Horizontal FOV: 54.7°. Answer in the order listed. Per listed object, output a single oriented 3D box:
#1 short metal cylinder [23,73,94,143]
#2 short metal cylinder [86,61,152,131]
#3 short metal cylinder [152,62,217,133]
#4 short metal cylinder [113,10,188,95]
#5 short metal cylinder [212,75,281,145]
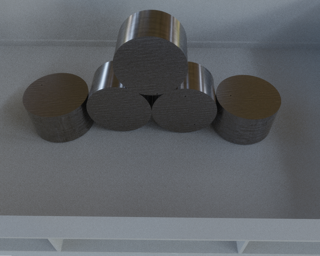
[{"bbox_3d":[-0.131,-0.027,0.409,0.080,0.050,0.080,0,50,0],"label":"short metal cylinder"},{"bbox_3d":[-0.050,-0.040,0.400,0.080,0.080,0.050,1,50,1],"label":"short metal cylinder"},{"bbox_3d":[0.031,-0.038,0.399,0.080,0.080,0.050,1,50,1],"label":"short metal cylinder"},{"bbox_3d":[-0.010,-0.083,0.347,0.080,0.080,0.050,1,50,1],"label":"short metal cylinder"},{"bbox_3d":[0.111,-0.025,0.408,0.080,0.050,0.080,0,50,0],"label":"short metal cylinder"}]
